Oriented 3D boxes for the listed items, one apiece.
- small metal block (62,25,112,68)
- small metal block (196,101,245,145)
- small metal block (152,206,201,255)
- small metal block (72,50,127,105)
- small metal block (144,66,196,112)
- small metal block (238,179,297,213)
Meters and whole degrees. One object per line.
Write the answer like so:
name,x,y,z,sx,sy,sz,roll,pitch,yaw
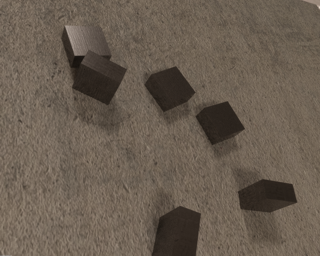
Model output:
small metal block,-0.099,-0.110,0.418,0.050,0.025,0.050,-9,66,-32
small metal block,0.089,-0.008,0.459,0.050,0.025,0.050,-17,71,-35
small metal block,0.017,0.116,0.327,0.025,0.050,0.050,24,53,-14
small metal block,-0.076,-0.061,0.385,0.050,0.050,0.025,26,53,-13
small metal block,0.015,-0.057,0.448,0.050,0.025,0.050,-26,76,-37
small metal block,0.141,0.091,0.411,0.050,0.050,0.025,12,57,-22
